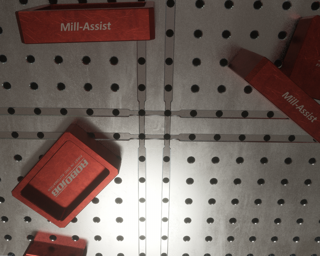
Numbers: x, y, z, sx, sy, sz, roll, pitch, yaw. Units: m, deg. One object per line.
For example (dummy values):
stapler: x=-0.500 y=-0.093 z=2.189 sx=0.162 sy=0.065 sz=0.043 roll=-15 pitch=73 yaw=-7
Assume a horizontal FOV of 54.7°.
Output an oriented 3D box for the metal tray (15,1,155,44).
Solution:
metal tray: x=-0.071 y=-0.116 z=0.333 sx=0.131 sy=0.090 sz=0.030 roll=-2 pitch=116 yaw=0

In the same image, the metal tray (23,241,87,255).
metal tray: x=-0.175 y=0.250 z=0.501 sx=0.091 sy=0.030 sz=0.129 roll=12 pitch=110 yaw=-5

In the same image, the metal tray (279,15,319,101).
metal tray: x=0.222 y=-0.075 z=0.380 sx=0.131 sy=0.030 sz=0.089 roll=14 pitch=105 yaw=-8

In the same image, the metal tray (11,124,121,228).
metal tray: x=-0.130 y=0.069 z=0.434 sx=0.090 sy=0.030 sz=0.130 roll=41 pitch=105 yaw=-14

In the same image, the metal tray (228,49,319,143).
metal tray: x=0.147 y=-0.037 z=0.367 sx=0.130 sy=0.090 sz=0.030 roll=36 pitch=106 yaw=-13
